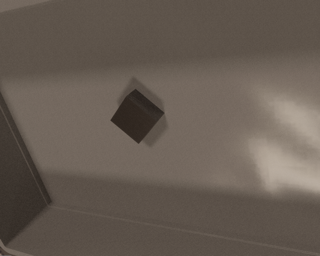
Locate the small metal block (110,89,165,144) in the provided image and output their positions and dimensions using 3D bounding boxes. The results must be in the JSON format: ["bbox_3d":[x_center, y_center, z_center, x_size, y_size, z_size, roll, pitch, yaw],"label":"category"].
[{"bbox_3d":[-0.031,-0.015,0.414,0.050,0.025,0.050,40,129,0],"label":"small metal block"}]
